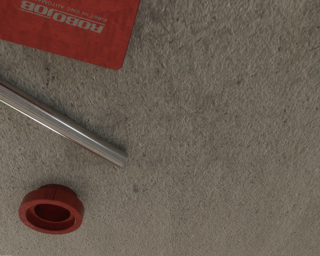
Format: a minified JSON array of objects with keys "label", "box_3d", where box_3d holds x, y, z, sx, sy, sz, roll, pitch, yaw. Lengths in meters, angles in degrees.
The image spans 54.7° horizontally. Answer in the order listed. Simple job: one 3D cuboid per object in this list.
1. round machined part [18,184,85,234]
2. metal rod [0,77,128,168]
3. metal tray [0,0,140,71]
[{"label":"round machined part","box_3d":[-0.172,0.128,0.503,0.099,0.042,0.097,-1,130,0]},{"label":"metal rod","box_3d":[-0.165,-0.030,0.378,0.301,0.025,0.025,34,122,-26]},{"label":"metal tray","box_3d":[-0.091,-0.117,0.303,0.131,0.030,0.089,13,129,-12]}]
